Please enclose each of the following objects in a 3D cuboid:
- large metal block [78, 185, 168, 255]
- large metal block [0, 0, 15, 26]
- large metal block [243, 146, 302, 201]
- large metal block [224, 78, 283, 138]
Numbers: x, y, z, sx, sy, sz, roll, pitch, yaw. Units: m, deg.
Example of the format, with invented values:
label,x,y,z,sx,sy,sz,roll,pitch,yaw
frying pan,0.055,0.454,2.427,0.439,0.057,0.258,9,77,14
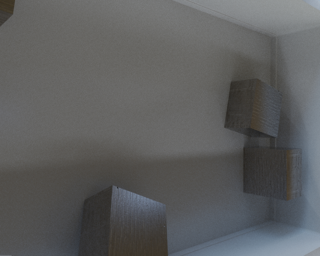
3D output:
label,x,y,z,sx,sy,sz,roll,pitch,yaw
large metal block,-0.038,0.119,0.338,0.080,0.050,0.080,30,43,-36
large metal block,-0.164,-0.139,0.252,0.081,0.050,0.080,10,84,-40
large metal block,0.192,0.074,0.532,0.050,0.080,0.080,0,91,-40
large metal block,0.159,-0.031,0.523,0.081,0.050,0.080,16,80,-39
